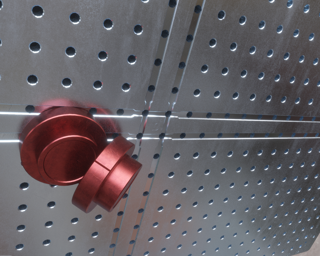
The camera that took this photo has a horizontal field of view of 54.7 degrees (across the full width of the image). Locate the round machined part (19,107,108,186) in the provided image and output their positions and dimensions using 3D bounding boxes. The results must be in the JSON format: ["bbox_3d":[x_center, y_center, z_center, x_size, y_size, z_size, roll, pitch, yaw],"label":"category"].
[{"bbox_3d":[-0.108,0.028,0.360,0.099,0.042,0.097,-14,125,-21],"label":"round machined part"}]

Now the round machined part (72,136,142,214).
[{"bbox_3d":[-0.057,0.061,0.371,0.042,0.098,0.098,33,103,5],"label":"round machined part"}]
